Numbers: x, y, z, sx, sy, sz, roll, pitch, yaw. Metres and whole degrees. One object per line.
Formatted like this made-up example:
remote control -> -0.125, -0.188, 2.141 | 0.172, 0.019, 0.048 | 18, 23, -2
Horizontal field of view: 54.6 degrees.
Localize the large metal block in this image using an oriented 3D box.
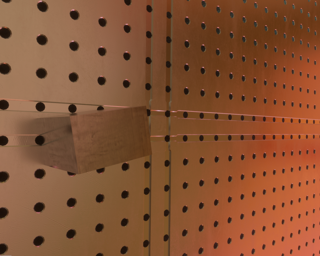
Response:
large metal block -> -0.067, 0.008, 0.316 | 0.081, 0.080, 0.050 | -12, 98, -39
